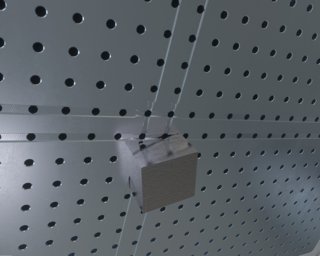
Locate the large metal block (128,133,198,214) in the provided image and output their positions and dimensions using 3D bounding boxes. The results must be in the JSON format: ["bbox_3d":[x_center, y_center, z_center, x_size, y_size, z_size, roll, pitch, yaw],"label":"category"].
[{"bbox_3d":[0.003,0.062,0.434,0.081,0.050,0.080,-14,124,-21],"label":"large metal block"}]
